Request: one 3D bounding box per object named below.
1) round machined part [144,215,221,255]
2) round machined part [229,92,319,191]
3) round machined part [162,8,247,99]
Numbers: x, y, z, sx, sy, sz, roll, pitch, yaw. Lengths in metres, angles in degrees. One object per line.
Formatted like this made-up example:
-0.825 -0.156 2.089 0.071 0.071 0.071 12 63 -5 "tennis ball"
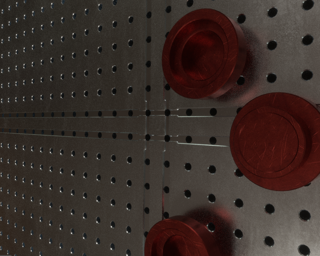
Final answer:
0.031 0.154 0.371 0.098 0.042 0.097 0 90 39 "round machined part"
0.113 0.013 0.305 0.098 0.042 0.097 0 90 39 "round machined part"
0.053 -0.081 0.353 0.098 0.042 0.097 0 90 39 "round machined part"
